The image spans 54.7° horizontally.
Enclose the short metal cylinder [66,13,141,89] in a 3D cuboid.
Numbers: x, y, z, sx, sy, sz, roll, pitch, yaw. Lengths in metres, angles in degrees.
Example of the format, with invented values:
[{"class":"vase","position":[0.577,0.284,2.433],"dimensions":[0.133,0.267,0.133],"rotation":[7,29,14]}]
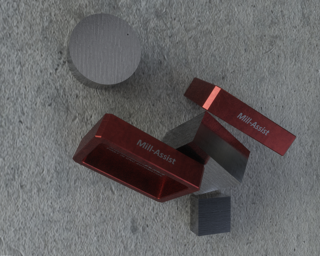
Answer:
[{"class":"short metal cylinder","position":[-0.069,-0.089,0.370],"dimensions":[0.081,0.050,0.080],"rotation":[0,90,-20]}]

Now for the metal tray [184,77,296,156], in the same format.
[{"class":"metal tray","position":[0.102,-0.017,0.409],"dimensions":[0.131,0.090,0.030],"rotation":[29,98,-18]}]

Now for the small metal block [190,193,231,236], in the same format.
[{"class":"small metal block","position":[0.071,0.120,0.436],"dimensions":[0.050,0.025,0.050],"rotation":[0,90,-20]}]

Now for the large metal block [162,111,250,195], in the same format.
[{"class":"large metal block","position":[0.052,0.035,0.392],"dimensions":[0.080,0.080,0.050],"rotation":[41,51,-16]}]

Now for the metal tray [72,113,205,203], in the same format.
[{"class":"metal tray","position":[-0.026,0.041,0.362],"dimensions":[0.131,0.090,0.030],"rotation":[30,56,-18]}]
